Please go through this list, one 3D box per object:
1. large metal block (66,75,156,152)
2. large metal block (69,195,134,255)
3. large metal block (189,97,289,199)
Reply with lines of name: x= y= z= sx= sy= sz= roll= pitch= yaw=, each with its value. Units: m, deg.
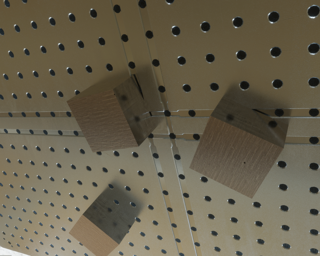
large metal block: x=-0.064 y=-0.017 z=0.419 sx=0.080 sy=0.050 sz=0.080 roll=-9 pitch=114 yaw=32
large metal block: x=-0.108 y=0.183 z=0.567 sx=0.080 sy=0.050 sz=0.080 roll=39 pitch=129 yaw=1
large metal block: x=0.090 y=0.022 z=0.362 sx=0.080 sy=0.050 sz=0.079 roll=25 pitch=128 yaw=12
